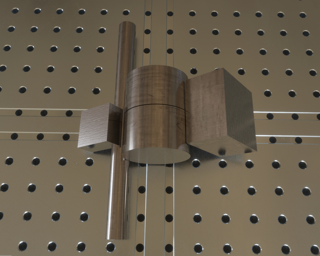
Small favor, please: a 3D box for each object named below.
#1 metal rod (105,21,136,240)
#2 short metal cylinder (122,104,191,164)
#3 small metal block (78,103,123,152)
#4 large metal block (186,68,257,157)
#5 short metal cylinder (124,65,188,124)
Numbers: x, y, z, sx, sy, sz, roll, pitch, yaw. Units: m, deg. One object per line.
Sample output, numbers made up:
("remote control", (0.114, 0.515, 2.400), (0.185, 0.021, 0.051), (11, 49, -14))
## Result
("metal rod", (-0.049, -0.011, 0.411), (0.025, 0.025, 0.299), (1, 70, 0))
("short metal cylinder", (-0.004, 0.010, 0.374), (0.081, 0.080, 0.050), (0, 70, 0))
("small metal block", (-0.076, 0.000, 0.395), (0.050, 0.025, 0.050), (-13, 65, 32))
("large metal block", (0.075, -0.015, 0.377), (0.050, 0.080, 0.080), (-14, 66, 36))
("short metal cylinder", (-0.004, -0.037, 0.392), (0.081, 0.080, 0.050), (0, 70, 0))
